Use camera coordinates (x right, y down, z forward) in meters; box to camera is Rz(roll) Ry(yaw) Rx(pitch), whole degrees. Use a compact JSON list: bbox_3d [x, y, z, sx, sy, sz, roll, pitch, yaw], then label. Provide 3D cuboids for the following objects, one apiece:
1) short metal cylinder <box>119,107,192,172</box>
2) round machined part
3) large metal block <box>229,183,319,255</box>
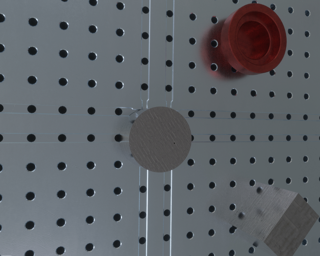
[{"bbox_3d":[-0.007,0.014,0.397,0.081,0.050,0.079,0,90,-20],"label":"short metal cylinder"},{"bbox_3d":[0.131,-0.126,0.452,0.099,0.042,0.097,0,90,-20],"label":"round machined part"},{"bbox_3d":[0.160,0.131,0.443,0.050,0.080,0.080,46,76,-15],"label":"large metal block"}]
